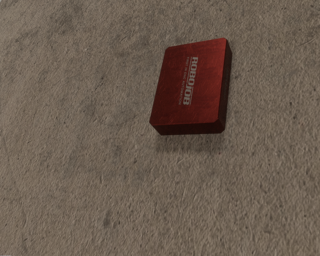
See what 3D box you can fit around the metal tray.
[{"bbox_3d":[0.043,-0.055,0.411,0.090,0.030,0.130,-3,60,26],"label":"metal tray"}]
